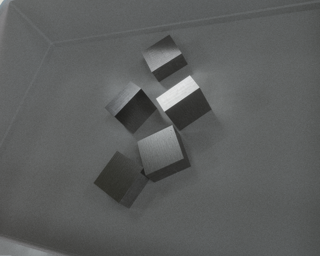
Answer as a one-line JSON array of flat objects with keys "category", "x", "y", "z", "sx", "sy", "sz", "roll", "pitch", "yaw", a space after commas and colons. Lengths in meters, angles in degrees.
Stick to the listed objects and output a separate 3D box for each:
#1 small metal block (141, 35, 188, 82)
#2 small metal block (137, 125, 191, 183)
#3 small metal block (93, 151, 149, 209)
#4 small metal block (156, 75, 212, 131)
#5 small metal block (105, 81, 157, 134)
[{"category": "small metal block", "x": 0.006, "y": -0.105, "z": 0.465, "sx": 0.050, "sy": 0.025, "sz": 0.050, "roll": -31, "pitch": 52, "yaw": 8}, {"category": "small metal block", "x": 0.004, "y": 0.032, "z": 0.383, "sx": 0.050, "sy": 0.025, "sz": 0.050, "roll": -26, "pitch": 53, "yaw": 11}, {"category": "small metal block", "x": -0.046, "y": 0.064, "z": 0.389, "sx": 0.050, "sy": 0.025, "sz": 0.050, "roll": 27, "pitch": 76, "yaw": 37}, {"category": "small metal block", "x": 0.031, "y": -0.030, "z": 0.391, "sx": 0.050, "sy": 0.050, "sz": 0.025, "roll": -35, "pitch": 52, "yaw": 5}, {"category": "small metal block", "x": -0.039, "y": -0.027, "z": 0.425, "sx": 0.050, "sy": 0.050, "sz": 0.025, "roll": -48, "pitch": 52, "yaw": -5}]
